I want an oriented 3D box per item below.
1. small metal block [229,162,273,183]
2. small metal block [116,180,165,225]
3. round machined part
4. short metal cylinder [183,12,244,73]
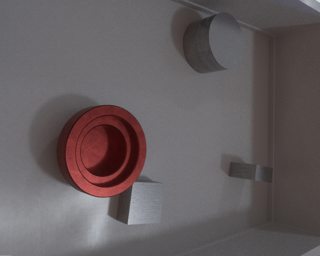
[{"bbox_3d":[0.154,0.075,0.523,0.050,0.050,0.025,14,81,-40],"label":"small metal block"},{"bbox_3d":[-0.024,0.092,0.389,0.050,0.025,0.050,11,83,-40],"label":"small metal block"},{"bbox_3d":[-0.066,0.024,0.341,0.099,0.042,0.097,0,90,-40],"label":"round machined part"},{"bbox_3d":[0.080,-0.124,0.460,0.081,0.050,0.079,0,90,-40],"label":"short metal cylinder"}]
